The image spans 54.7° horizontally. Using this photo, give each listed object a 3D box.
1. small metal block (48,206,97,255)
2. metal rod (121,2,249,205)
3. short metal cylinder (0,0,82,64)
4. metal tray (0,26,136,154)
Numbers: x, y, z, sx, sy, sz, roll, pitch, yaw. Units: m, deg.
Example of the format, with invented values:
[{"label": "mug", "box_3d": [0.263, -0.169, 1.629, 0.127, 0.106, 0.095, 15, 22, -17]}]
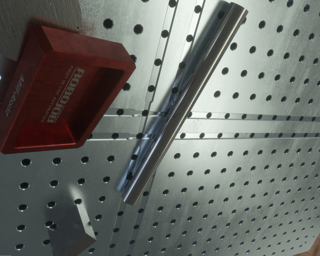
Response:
[{"label": "small metal block", "box_3d": [-0.120, 0.145, 0.420, 0.050, 0.050, 0.025, -37, 130, -4]}, {"label": "metal rod", "box_3d": [0.026, -0.021, 0.413, 0.025, 0.025, 0.298, 18, 109, -36]}, {"label": "short metal cylinder", "box_3d": [-0.115, -0.102, 0.270, 0.081, 0.050, 0.079, -14, 124, -21]}, {"label": "metal tray", "box_3d": [-0.093, -0.028, 0.297, 0.091, 0.030, 0.129, -2, 141, -47]}]
